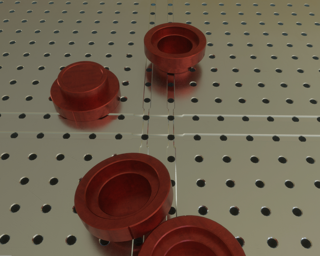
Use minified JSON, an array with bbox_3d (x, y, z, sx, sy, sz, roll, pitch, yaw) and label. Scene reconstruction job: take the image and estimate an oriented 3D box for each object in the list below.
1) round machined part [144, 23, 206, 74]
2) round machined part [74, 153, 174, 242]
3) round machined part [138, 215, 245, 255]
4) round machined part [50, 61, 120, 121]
[{"bbox_3d":[0.024,-0.126,0.503,0.099,0.042,0.098,0,50,0],"label":"round machined part"},{"bbox_3d":[-0.034,0.075,0.324,0.098,0.042,0.098,-7,39,6],"label":"round machined part"},{"bbox_3d":[0.028,0.135,0.284,0.099,0.042,0.098,0,50,0],"label":"round machined part"},{"bbox_3d":[-0.108,-0.059,0.446,0.099,0.042,0.098,0,50,0],"label":"round machined part"}]
